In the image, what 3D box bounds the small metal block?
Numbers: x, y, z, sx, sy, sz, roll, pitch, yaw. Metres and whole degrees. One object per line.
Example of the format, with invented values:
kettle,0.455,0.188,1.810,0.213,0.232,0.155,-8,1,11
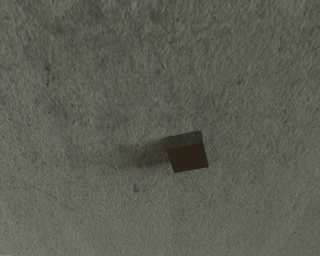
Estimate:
small metal block,0.039,0.034,0.437,0.050,0.025,0.050,-12,130,9
